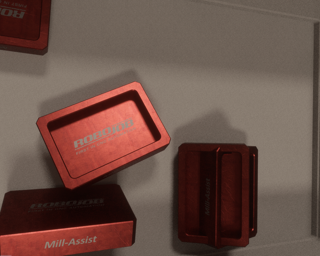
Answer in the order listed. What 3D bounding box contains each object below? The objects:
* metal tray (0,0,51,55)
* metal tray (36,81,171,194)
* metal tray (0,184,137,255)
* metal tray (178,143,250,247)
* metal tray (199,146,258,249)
[{"bbox_3d":[-0.189,-0.135,0.337,0.131,0.030,0.089,4,89,-20],"label":"metal tray"},{"bbox_3d":[-0.065,0.008,0.368,0.131,0.030,0.090,-24,77,-19],"label":"metal tray"},{"bbox_3d":[-0.100,0.097,0.337,0.131,0.090,0.030,0,105,-20],"label":"metal tray"},{"bbox_3d":[0.071,0.085,0.412,0.090,0.030,0.129,0,90,12],"label":"metal tray"},{"bbox_3d":[0.097,0.090,0.429,0.091,0.030,0.129,2,89,-39],"label":"metal tray"}]
